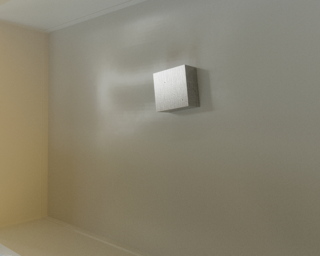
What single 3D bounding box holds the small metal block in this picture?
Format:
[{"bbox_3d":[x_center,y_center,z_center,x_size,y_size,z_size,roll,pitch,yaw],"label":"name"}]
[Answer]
[{"bbox_3d":[0.020,-0.048,0.391,0.050,0.025,0.050,-8,85,40],"label":"small metal block"}]
